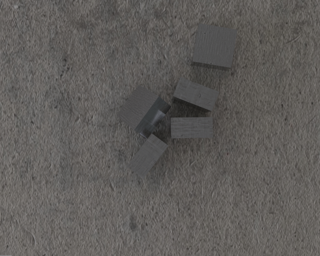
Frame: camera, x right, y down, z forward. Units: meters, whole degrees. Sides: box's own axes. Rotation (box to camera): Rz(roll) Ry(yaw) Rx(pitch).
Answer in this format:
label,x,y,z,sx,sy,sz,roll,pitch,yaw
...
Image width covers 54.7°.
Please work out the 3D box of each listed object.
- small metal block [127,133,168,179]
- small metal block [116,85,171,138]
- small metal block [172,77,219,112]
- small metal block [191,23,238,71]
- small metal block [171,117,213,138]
label,x,y,z,sx,sy,sz,roll,pitch,yaw
small metal block,-0.015,0.034,0.397,0.025,0.050,0.050,37,90,0
small metal block,-0.022,-0.022,0.395,0.025,0.050,0.050,36,90,-41
small metal block,0.044,-0.041,0.398,0.050,0.050,0.025,21,90,0
small metal block,0.071,-0.106,0.410,0.050,0.025,0.050,9,90,0
small metal block,0.038,-0.001,0.398,0.050,0.050,0.025,-1,90,0
